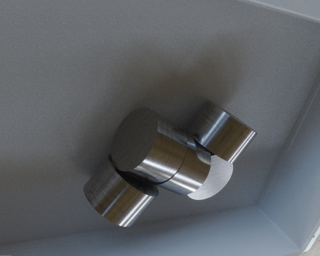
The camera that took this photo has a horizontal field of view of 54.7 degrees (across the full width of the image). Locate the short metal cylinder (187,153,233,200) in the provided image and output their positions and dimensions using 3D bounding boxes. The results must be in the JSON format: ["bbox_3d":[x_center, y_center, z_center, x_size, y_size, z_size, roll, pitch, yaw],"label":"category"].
[{"bbox_3d":[0.061,0.060,0.462,0.081,0.050,0.079,-14,125,-21],"label":"short metal cylinder"}]

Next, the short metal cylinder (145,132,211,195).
[{"bbox_3d":[0.020,0.043,0.411,0.050,0.080,0.080,30,101,-38],"label":"short metal cylinder"}]

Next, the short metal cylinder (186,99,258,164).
[{"bbox_3d":[0.084,0.004,0.421,0.080,0.080,0.050,26,104,-37],"label":"short metal cylinder"}]

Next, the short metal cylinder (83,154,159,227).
[{"bbox_3d":[-0.048,0.077,0.394,0.080,0.080,0.050,33,100,-39],"label":"short metal cylinder"}]

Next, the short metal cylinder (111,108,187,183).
[{"bbox_3d":[-0.014,0.022,0.378,0.050,0.080,0.080,29,102,-38],"label":"short metal cylinder"}]
